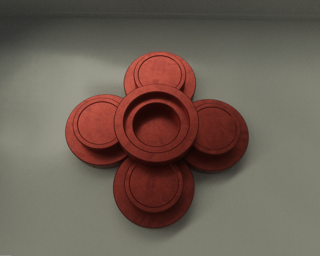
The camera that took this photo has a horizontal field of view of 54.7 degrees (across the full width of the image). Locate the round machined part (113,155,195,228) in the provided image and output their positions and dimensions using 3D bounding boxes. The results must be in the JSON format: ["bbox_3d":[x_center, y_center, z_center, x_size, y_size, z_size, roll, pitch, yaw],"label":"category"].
[{"bbox_3d":[-0.007,0.069,0.373,0.099,0.042,0.098,1,68,-1],"label":"round machined part"}]

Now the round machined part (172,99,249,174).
[{"bbox_3d":[0.065,0.007,0.396,0.099,0.042,0.098,0,70,0],"label":"round machined part"}]

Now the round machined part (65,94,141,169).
[{"bbox_3d":[-0.073,0.000,0.397,0.099,0.042,0.098,0,70,0],"label":"round machined part"}]

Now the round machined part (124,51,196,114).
[{"bbox_3d":[0.000,-0.063,0.420,0.099,0.042,0.098,0,70,0],"label":"round machined part"}]

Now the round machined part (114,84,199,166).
[{"bbox_3d":[-0.004,-0.001,0.376,0.099,0.042,0.098,0,70,0],"label":"round machined part"}]
